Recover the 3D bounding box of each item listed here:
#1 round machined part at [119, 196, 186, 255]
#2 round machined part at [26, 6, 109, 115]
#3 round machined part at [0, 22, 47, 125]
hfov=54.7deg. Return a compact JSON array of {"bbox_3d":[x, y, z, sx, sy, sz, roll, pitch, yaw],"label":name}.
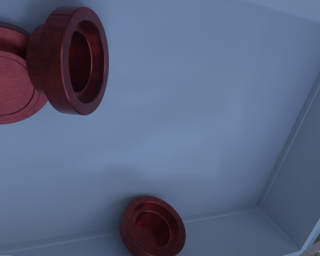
[{"bbox_3d":[-0.015,0.152,0.452,0.099,0.098,0.042,9,131,-33],"label":"round machined part"},{"bbox_3d":[-0.086,-0.062,0.290,0.042,0.098,0.097,5,124,12],"label":"round machined part"},{"bbox_3d":[-0.149,-0.046,0.288,0.099,0.042,0.097,-14,125,-21],"label":"round machined part"}]
